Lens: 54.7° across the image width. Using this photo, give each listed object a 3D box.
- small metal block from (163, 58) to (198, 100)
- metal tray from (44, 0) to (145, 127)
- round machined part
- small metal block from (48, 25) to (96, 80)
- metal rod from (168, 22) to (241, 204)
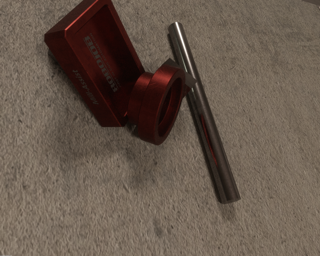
[{"bbox_3d":[0.015,-0.060,0.432,0.050,0.050,0.025,40,42,-2],"label":"small metal block"},{"bbox_3d":[-0.064,-0.075,0.362,0.130,0.030,0.090,63,39,-37],"label":"metal tray"},{"bbox_3d":[-0.006,-0.031,0.381,0.042,0.097,0.098,19,50,15],"label":"round machined part"},{"bbox_3d":[-0.111,-0.096,0.387,0.050,0.050,0.025,49,51,6],"label":"small metal block"},{"bbox_3d":[0.059,-0.038,0.460,0.025,0.025,0.299,0,62,-28],"label":"metal rod"}]
